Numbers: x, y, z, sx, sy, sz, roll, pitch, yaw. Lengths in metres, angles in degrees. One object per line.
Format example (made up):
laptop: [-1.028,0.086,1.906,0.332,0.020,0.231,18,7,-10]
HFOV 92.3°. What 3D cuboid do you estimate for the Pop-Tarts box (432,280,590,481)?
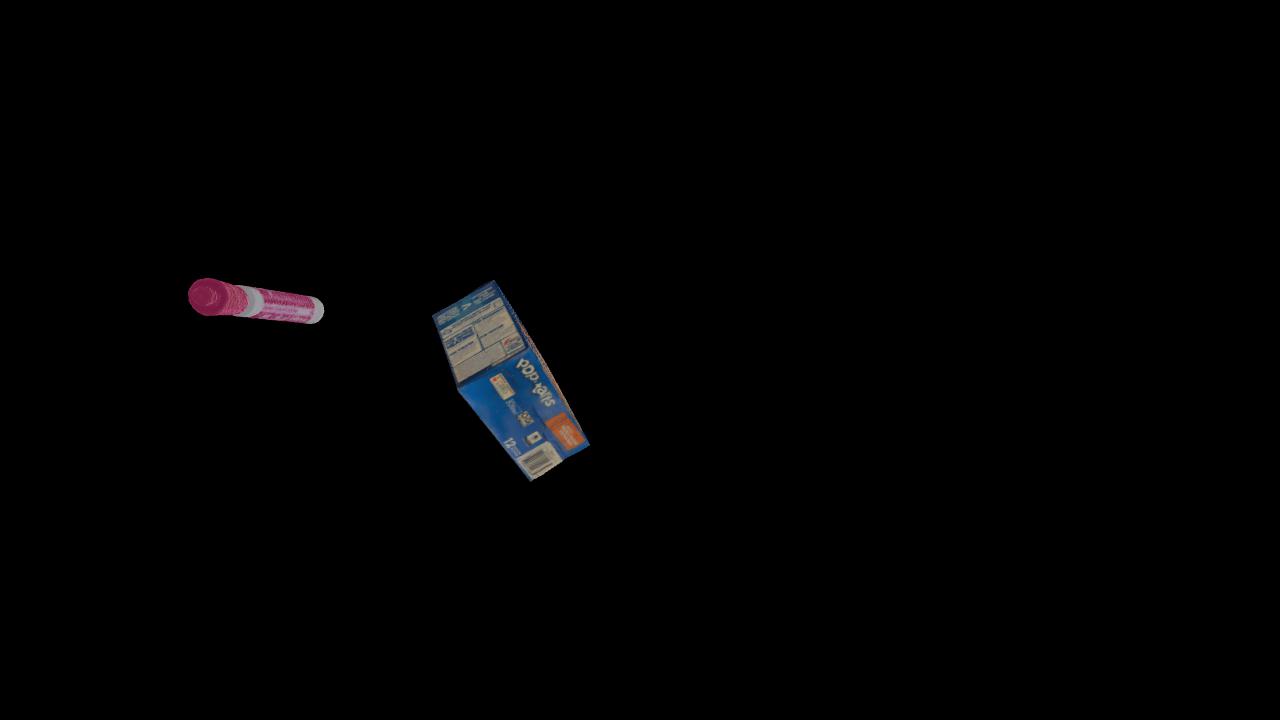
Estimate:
Pop-Tarts box: [-0.141,0.023,0.682,0.083,0.167,0.141,-30,44,-7]

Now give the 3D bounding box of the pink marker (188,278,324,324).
pink marker: [-0.218,-0.032,0.357,0.020,0.020,0.121,0,1,-5]
